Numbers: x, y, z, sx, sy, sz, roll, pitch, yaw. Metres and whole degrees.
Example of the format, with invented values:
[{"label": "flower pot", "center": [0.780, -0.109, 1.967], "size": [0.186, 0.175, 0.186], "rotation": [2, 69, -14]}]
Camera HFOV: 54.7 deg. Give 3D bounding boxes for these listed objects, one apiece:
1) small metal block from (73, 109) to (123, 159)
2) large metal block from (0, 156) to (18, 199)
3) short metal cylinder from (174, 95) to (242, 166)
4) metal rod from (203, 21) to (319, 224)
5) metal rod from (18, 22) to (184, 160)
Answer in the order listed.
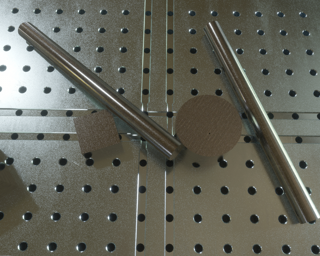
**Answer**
[{"label": "small metal block", "center": [-0.081, 0.007, 0.408], "size": [0.050, 0.025, 0.050], "rotation": [-17, 71, -6]}, {"label": "large metal block", "center": [-0.237, 0.059, 0.375], "size": [0.080, 0.050, 0.080], "rotation": [-35, 74, -12]}, {"label": "short metal cylinder", "center": [0.059, 0.004, 0.397], "size": [0.081, 0.050, 0.080], "rotation": [0, 70, 0]}, {"label": "metal rod", "center": [0.129, -0.021, 0.420], "size": [0.025, 0.025, 0.299], "rotation": [-19, 71, -7]}, {"label": "metal rod", "center": [-0.091, -0.060, 0.414], "size": [0.300, 0.025, 0.025], "rotation": [39, 74, 20]}]
